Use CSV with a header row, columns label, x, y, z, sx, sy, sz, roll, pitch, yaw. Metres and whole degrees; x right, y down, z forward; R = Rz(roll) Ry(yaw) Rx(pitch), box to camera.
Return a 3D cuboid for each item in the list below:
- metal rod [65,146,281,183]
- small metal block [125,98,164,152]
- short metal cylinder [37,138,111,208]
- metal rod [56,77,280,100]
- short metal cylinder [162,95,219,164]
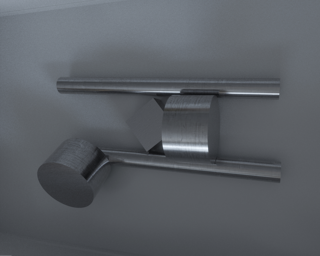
label,x,y,z,sx,sy,sz,roll,pitch,yaw
metal rod,-0.002,0.043,0.408,0.301,0.025,0.025,3,91,19
small metal block,-0.009,-0.004,0.411,0.050,0.025,0.050,-39,78,15
short metal cylinder,-0.114,0.061,0.416,0.080,0.050,0.079,10,127,14
metal rod,-0.003,-0.054,0.409,0.301,0.025,0.025,4,91,19
short metal cylinder,0.039,0.001,0.365,0.050,0.080,0.079,2,91,20
